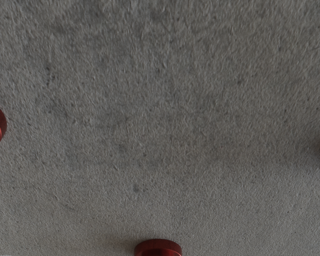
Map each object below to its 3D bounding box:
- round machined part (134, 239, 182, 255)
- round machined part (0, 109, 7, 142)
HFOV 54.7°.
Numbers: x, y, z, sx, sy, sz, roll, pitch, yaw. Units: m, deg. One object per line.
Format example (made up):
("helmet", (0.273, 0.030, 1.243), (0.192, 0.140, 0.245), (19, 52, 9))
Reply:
("round machined part", (-0.004, 0.268, 0.625), (0.099, 0.042, 0.097), (-1, 130, 0))
("round machined part", (-0.253, -0.001, 0.391), (0.099, 0.042, 0.097), (-1, 130, 0))
